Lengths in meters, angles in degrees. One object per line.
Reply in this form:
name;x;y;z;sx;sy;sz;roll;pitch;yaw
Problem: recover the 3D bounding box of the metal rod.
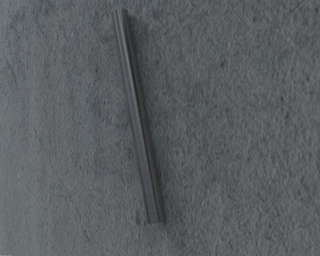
metal rod;-0.031;-0.022;0.428;0.025;0.025;0.298;-18;79;38
